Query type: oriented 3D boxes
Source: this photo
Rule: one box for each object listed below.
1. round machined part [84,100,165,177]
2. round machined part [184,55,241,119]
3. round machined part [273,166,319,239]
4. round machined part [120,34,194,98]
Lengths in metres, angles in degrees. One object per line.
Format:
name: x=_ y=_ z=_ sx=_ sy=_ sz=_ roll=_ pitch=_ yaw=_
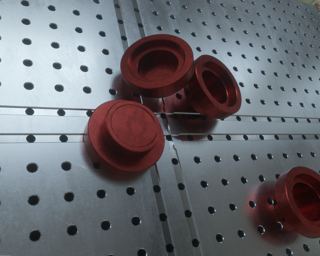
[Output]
round machined part: x=-0.038 y=0.006 z=0.374 sx=0.099 sy=0.042 sz=0.098 roll=14 pitch=56 yaw=-21
round machined part: x=0.074 y=-0.057 z=0.465 sx=0.099 sy=0.042 sz=0.098 roll=22 pitch=53 yaw=-33
round machined part: x=0.204 y=0.108 z=0.444 sx=0.099 sy=0.042 sz=0.098 roll=14 pitch=56 yaw=-21
round machined part: x=-0.002 y=-0.080 z=0.428 sx=0.099 sy=0.042 sz=0.098 roll=-4 pitch=58 yaw=7
